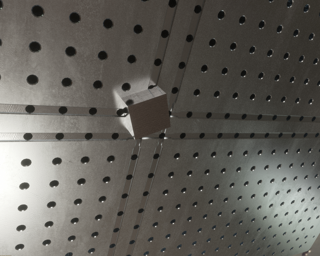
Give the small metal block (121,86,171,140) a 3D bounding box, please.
[{"bbox_3d":[-0.017,-0.019,0.392,0.050,0.025,0.050,-21,127,-17],"label":"small metal block"}]
